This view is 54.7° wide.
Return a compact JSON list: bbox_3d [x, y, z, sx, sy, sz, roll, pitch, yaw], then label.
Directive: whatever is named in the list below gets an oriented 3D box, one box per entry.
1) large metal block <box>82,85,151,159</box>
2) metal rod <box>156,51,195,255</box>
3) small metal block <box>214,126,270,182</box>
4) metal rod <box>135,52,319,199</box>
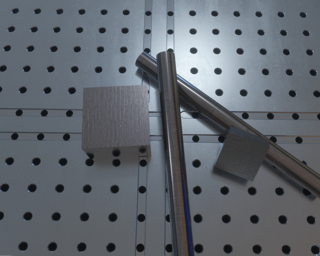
[{"bbox_3d":[-0.054,-0.007,0.400,0.081,0.050,0.080,-3,70,-1],"label":"large metal block"},{"bbox_3d":[0.019,0.047,0.380,0.025,0.025,0.299,-4,75,-2],"label":"metal rod"},{"bbox_3d":[0.101,0.032,0.386,0.050,0.025,0.050,21,113,7],"label":"small metal block"},{"bbox_3d":[0.089,-0.011,0.415,0.300,0.025,0.025,37,74,12],"label":"metal rod"}]
